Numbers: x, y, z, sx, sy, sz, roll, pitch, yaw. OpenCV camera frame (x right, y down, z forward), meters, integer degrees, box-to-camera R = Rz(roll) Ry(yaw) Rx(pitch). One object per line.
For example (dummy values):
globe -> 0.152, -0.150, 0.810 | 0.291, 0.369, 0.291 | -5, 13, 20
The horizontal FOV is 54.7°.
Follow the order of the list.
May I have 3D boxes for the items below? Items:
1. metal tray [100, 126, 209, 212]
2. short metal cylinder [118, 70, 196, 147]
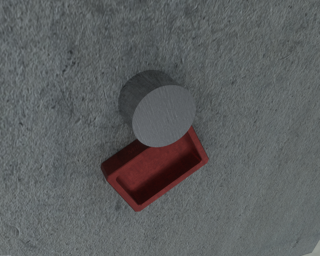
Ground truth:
metal tray -> -0.004, 0.049, 0.431 | 0.130, 0.030, 0.090 | -35, 129, -5
short metal cylinder -> -0.004, -0.024, 0.374 | 0.081, 0.050, 0.079 | -14, 124, -21
